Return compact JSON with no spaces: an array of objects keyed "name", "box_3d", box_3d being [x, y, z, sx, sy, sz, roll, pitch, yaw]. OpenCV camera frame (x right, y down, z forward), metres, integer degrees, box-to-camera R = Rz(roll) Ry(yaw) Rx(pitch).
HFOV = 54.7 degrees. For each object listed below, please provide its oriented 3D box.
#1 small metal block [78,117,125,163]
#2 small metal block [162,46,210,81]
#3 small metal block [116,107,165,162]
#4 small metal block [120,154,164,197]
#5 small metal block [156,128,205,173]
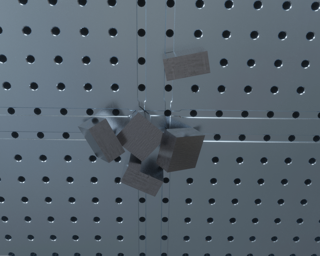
[{"name":"small metal block","box_3d":[-0.077,0.014,0.401,0.025,0.050,0.050,-35,110,-22]},{"name":"small metal block","box_3d":[0.030,-0.078,0.372,0.050,0.050,0.025,-10,110,3]},{"name":"small metal block","box_3d":[-0.026,0.009,0.416,0.050,0.025,0.050,40,105,-14]},{"name":"small metal block","box_3d":[-0.024,0.061,0.422,0.050,0.050,0.025,25,108,-9]},{"name":"small metal block","box_3d":[0.027,0.028,0.411,0.050,0.025,0.050,-3,116,-39]}]
